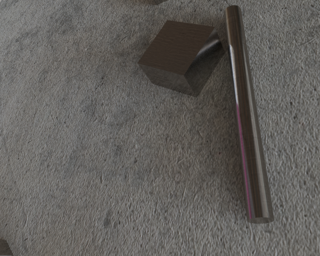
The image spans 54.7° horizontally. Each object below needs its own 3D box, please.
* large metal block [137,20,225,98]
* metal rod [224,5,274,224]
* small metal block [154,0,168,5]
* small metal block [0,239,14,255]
[{"bbox_3d":[0.030,-0.098,0.431,0.080,0.050,0.080,23,74,36],"label":"large metal block"},{"bbox_3d":[0.101,-0.040,0.374,0.025,0.025,0.299,-12,57,21],"label":"metal rod"},{"bbox_3d":[0.010,-0.254,0.553,0.050,0.025,0.050,-16,55,19],"label":"small metal block"},{"bbox_3d":[-0.221,0.182,0.405,0.050,0.025,0.050,-49,52,-7],"label":"small metal block"}]
